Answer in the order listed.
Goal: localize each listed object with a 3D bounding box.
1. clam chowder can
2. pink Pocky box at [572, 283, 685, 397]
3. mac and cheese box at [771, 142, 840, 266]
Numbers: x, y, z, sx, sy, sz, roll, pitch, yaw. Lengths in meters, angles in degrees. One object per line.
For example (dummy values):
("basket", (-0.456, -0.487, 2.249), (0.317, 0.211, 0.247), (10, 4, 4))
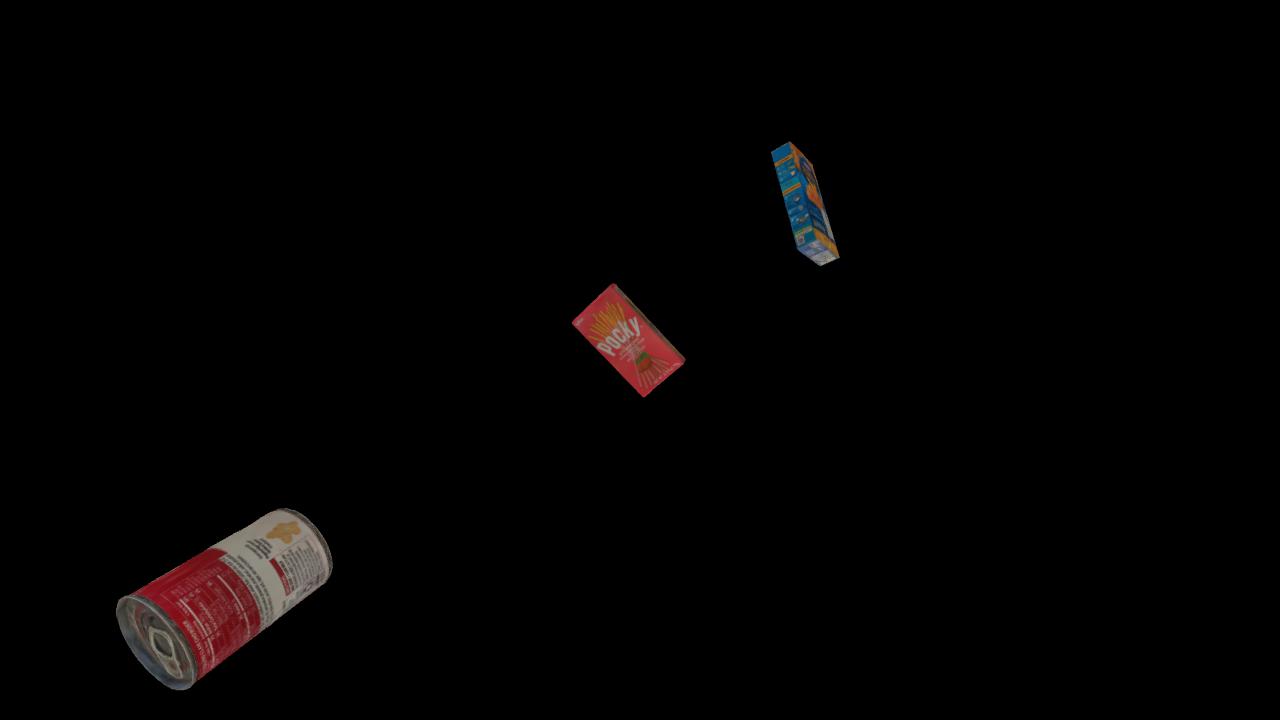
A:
("clam chowder can", (-0.269, 0.153, 0.409), (0.068, 0.068, 0.102), (0, 19, 25))
("pink Pocky box", (-0.016, -0.027, 0.891), (0.084, 0.155, 0.029), (-41, 7, 19))
("mac and cheese box", (0.265, -0.249, 0.985), (0.041, 0.184, 0.093), (-23, -25, 35))
